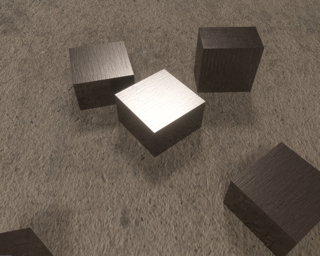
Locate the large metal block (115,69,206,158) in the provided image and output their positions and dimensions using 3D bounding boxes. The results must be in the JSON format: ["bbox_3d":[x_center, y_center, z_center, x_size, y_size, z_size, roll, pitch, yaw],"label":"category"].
[{"bbox_3d":[0.000,-0.022,0.405,0.081,0.050,0.080,-32,57,-24],"label":"large metal block"}]

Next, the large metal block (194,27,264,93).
[{"bbox_3d":[0.096,-0.098,0.451,0.081,0.080,0.050,-1,50,-2],"label":"large metal block"}]

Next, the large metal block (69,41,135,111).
[{"bbox_3d":[-0.084,-0.078,0.451,0.081,0.050,0.080,-11,51,-10],"label":"large metal block"}]

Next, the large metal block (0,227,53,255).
[{"bbox_3d":[-0.120,0.139,0.249,0.050,0.080,0.080,-9,51,-8],"label":"large metal block"}]

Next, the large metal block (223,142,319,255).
[{"bbox_3d":[0.128,0.074,0.326,0.081,0.050,0.080,-31,57,-24],"label":"large metal block"}]
